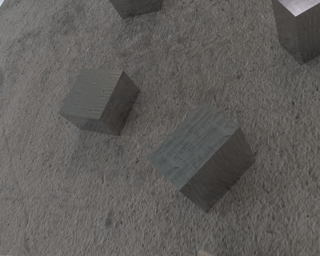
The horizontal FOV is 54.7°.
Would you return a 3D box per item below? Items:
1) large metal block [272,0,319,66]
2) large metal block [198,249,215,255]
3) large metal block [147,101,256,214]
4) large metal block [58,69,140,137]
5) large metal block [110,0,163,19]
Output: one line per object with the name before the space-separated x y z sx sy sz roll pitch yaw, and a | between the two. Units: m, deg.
large metal block | 0.182 -0.132 0.354 0.080 0.080 0.050 -29 52 10
large metal block | 0.061 0.160 0.257 0.080 0.050 0.080 14 69 34
large metal block | 0.047 0.033 0.324 0.080 0.080 0.050 -46 51 -4
large metal block | -0.089 -0.039 0.459 0.080 0.050 0.080 9 66 32
large metal block | -0.038 -0.253 0.563 0.080 0.050 0.080 -2 61 27
